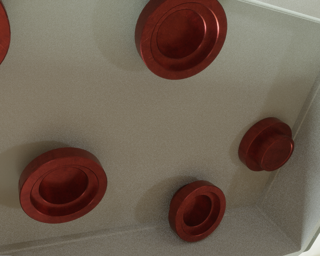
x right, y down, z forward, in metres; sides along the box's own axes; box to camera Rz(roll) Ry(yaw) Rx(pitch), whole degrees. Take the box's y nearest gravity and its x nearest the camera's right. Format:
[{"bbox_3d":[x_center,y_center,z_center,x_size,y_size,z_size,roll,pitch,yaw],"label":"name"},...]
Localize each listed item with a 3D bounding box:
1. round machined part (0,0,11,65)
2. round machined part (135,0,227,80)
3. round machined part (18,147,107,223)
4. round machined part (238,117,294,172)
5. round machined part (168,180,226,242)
[{"bbox_3d":[-0.176,-0.086,0.249,0.099,0.042,0.097,-14,125,-21],"label":"round machined part"},{"bbox_3d":[0.019,-0.105,0.338,0.099,0.042,0.097,-14,133,-15],"label":"round machined part"},{"bbox_3d":[-0.118,0.064,0.374,0.099,0.042,0.097,-14,125,-21],"label":"round machined part"},{"bbox_3d":[0.186,0.034,0.523,0.099,0.042,0.097,-14,125,-21],"label":"round machined part"},{"bbox_3d":[0.055,0.129,0.501,0.099,0.042,0.097,-10,110,-28],"label":"round machined part"}]
